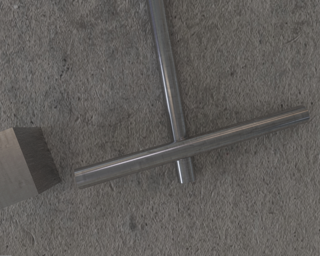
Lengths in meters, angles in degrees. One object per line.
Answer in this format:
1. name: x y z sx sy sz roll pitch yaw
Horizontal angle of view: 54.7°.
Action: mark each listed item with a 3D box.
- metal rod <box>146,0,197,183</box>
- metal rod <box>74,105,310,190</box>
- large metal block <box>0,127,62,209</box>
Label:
1. metal rod: 0.010 -0.077 0.410 0.025 0.025 0.298 -10 90 0
2. metal rod: 0.047 0.021 0.387 0.302 0.025 0.025 -15 90 -10
3. large metal block: -0.172 0.045 0.381 0.050 0.080 0.080 -21 90 0
